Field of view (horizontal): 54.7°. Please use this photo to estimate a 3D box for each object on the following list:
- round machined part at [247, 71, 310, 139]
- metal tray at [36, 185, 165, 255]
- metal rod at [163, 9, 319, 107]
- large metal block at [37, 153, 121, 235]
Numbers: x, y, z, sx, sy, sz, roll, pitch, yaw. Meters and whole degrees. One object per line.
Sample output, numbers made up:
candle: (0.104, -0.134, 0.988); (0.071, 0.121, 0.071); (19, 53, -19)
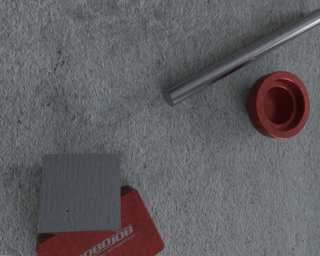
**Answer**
round machined part: (0.171, -0.033, 0.465); (0.099, 0.042, 0.097); (0, 90, -21)
metal tray: (-0.070, 0.142, 0.381); (0.131, 0.030, 0.090); (-28, 100, -18)
metal rod: (0.135, -0.111, 0.460); (0.302, 0.025, 0.025); (-30, 100, -18)
large metal block: (-0.085, 0.074, 0.344); (0.081, 0.050, 0.080); (0, 68, -9)
